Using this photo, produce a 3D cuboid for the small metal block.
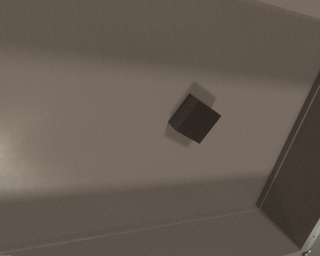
[{"bbox_3d":[0.048,-0.012,0.429,0.050,0.025,0.050,28,103,-38],"label":"small metal block"}]
